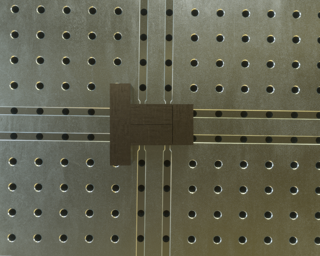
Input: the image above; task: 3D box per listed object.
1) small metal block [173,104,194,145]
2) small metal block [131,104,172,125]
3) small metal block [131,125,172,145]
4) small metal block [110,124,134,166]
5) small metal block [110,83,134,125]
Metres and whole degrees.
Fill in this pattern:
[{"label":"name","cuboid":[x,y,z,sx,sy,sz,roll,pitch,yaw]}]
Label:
[{"label":"small metal block","cuboid":[0.028,-0.004,0.401,0.025,0.050,0.050,0,90,0]},{"label":"small metal block","cuboid":[-0.010,-0.017,0.400,0.050,0.050,0.025,0,90,-1]},{"label":"small metal block","cuboid":[-0.010,0.008,0.400,0.050,0.050,0.025,0,90,-1]},{"label":"small metal block","cuboid":[-0.048,0.020,0.400,0.025,0.050,0.050,0,90,0]},{"label":"small metal block","cuboid":[-0.048,-0.029,0.399,0.025,0.050,0.050,0,90,0]}]
